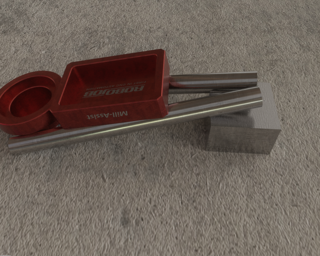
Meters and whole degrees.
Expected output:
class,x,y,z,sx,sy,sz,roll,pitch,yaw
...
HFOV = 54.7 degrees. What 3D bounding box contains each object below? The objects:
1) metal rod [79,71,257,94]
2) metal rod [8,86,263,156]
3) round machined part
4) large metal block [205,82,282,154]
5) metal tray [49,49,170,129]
class,x,y,z,sx,sy,sz,roll,pitch,yaw
metal rod,-0.029,-0.056,0.409,0.301,0.025,0.025,0,49,16
metal rod,-0.034,-0.007,0.368,0.301,0.025,0.025,-11,50,6
round machined part,-0.165,-0.028,0.408,0.098,0.042,0.098,-6,49,8
large metal block,0.101,-0.015,0.400,0.080,0.050,0.080,3,50,2
metal tray,-0.056,-0.048,0.374,0.131,0.030,0.090,-6,49,11
